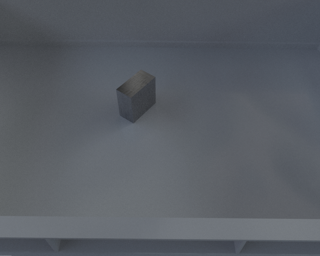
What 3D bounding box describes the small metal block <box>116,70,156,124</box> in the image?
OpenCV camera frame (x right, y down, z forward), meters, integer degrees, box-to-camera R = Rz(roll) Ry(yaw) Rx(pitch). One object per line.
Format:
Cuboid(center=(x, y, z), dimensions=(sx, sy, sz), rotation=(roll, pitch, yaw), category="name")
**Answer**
Cuboid(center=(-0.031, -0.043, 0.425), dimensions=(0.025, 0.050, 0.050), rotation=(30, 56, 22), category="small metal block")
